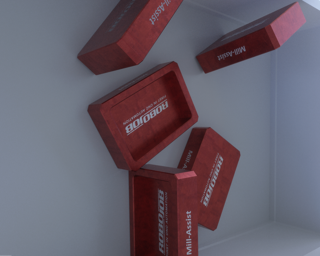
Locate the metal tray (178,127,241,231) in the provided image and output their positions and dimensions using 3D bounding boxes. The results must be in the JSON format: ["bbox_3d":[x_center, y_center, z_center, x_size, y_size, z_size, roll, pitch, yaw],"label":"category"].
[{"bbox_3d":[0.066,0.074,0.459,0.090,0.030,0.130,36,68,-34],"label":"metal tray"}]

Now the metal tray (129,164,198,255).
[{"bbox_3d":[0.002,0.112,0.365,0.030,0.090,0.129,-2,92,-40],"label":"metal tray"}]

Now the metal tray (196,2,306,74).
[{"bbox_3d":[0.125,-0.125,0.440,0.090,0.130,0.030,-41,108,-32],"label":"metal tray"}]

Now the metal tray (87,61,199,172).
[{"bbox_3d":[-0.014,-0.018,0.390,0.131,0.030,0.090,-37,113,-34],"label":"metal tray"}]

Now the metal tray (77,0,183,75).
[{"bbox_3d":[-0.026,-0.120,0.341,0.030,0.090,0.130,44,63,-31],"label":"metal tray"}]
